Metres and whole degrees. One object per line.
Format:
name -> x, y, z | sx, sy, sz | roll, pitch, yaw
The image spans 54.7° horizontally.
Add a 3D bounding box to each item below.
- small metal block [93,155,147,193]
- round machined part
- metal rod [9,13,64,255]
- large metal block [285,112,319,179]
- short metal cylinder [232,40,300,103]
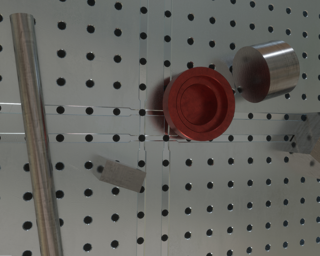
small metal block -> -0.051, 0.056, 0.381 | 0.050, 0.050, 0.025 | 22, 83, -19
round machined part -> 0.049, -0.031, 0.423 | 0.099, 0.042, 0.097 | 0, 90, -21
metal rod -> -0.142, 0.021, 0.360 | 0.025, 0.025, 0.298 | -7, 93, -20
large metal block -> 0.265, 0.030, 0.500 | 0.080, 0.050, 0.080 | 38, 78, -17
short metal cylinder -> 0.148, -0.080, 0.440 | 0.050, 0.080, 0.080 | -17, 96, -20
